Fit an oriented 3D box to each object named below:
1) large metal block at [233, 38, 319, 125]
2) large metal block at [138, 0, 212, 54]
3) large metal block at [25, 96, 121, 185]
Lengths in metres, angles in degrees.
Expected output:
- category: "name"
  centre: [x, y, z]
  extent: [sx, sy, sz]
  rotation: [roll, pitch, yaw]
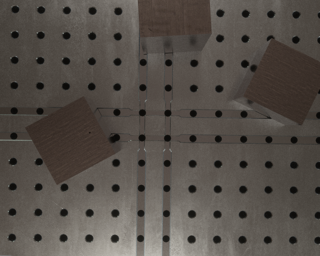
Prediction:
- category: "large metal block"
  centre: [0.155, -0.057, 0.403]
  extent: [0.080, 0.050, 0.080]
  rotation: [26, 90, -1]
- category: "large metal block"
  centre: [0.016, -0.129, 0.386]
  extent: [0.081, 0.080, 0.050]
  rotation: [-3, 90, -1]
- category: "large metal block"
  centre: [-0.109, 0.015, 0.399]
  extent: [0.080, 0.050, 0.080]
  rotation: [-29, 90, 0]
